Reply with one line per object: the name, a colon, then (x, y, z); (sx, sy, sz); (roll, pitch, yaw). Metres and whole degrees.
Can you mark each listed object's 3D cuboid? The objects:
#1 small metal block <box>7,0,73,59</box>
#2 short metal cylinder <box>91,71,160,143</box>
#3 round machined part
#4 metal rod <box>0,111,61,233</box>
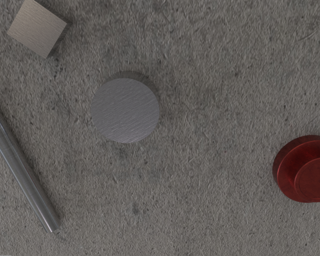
small metal block: (-0.141, -0.118, 0.365); (0.050, 0.025, 0.050); (34, 106, -12)
short metal cylinder: (-0.041, -0.028, 0.386); (0.081, 0.050, 0.079); (0, 110, 0)
round machined part: (0.211, 0.062, 0.426); (0.099, 0.042, 0.097); (0, 110, 0)
metal rod: (-0.208, 0.015, 0.413); (0.025, 0.025, 0.298); (-18, 109, 6)
